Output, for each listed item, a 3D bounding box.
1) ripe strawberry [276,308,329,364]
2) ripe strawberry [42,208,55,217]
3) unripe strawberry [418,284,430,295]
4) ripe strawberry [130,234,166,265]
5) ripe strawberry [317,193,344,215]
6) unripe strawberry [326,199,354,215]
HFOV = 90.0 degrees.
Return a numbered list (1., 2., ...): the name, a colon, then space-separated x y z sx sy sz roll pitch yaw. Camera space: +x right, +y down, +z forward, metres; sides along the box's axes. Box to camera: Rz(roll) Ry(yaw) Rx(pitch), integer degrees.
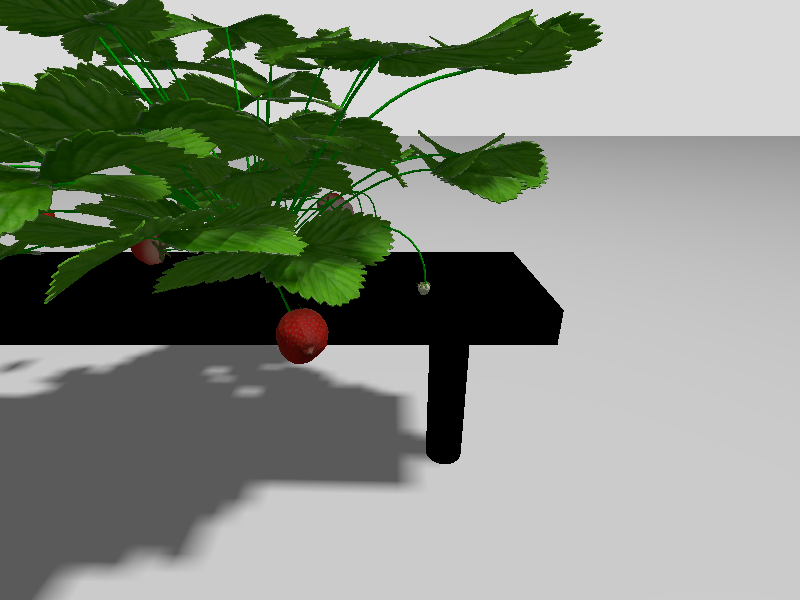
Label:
1. ripe strawberry: -0.055 0.022 0.232 0.030 0.032 0.033 -11 27 -23
2. ripe strawberry: -0.452 -0.102 0.498 0.034 0.039 0.037 19 30 36
3. unripe strawberry: 0.018 -0.008 0.312 0.010 0.010 0.009 10 26 21
4. ripe strawberry: -0.246 -0.051 0.392 0.030 0.032 0.028 5 25 12
5. ripe strawberry: -0.097 -0.138 0.579 0.042 0.036 0.042 3 24 6
6. unripe strawberry: -0.081 -0.122 0.548 0.038 0.032 0.038 5 18 12
